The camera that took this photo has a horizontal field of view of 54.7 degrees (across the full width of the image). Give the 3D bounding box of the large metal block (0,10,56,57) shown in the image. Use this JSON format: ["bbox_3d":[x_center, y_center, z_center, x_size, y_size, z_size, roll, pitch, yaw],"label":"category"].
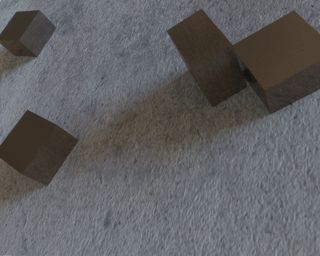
[{"bbox_3d":[-0.282,-0.199,0.654,0.080,0.050,0.080,10,67,32],"label":"large metal block"}]

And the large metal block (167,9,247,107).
[{"bbox_3d":[0.059,-0.086,0.390,0.050,0.080,0.080,-31,52,8],"label":"large metal block"}]

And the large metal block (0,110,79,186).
[{"bbox_3d":[-0.185,0.028,0.465,0.080,0.050,0.080,22,73,35],"label":"large metal block"}]

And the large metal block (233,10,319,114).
[{"bbox_3d":[0.142,-0.076,0.360,0.080,0.050,0.080,-29,52,9],"label":"large metal block"}]
